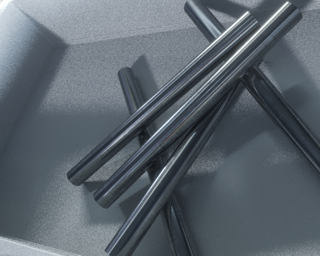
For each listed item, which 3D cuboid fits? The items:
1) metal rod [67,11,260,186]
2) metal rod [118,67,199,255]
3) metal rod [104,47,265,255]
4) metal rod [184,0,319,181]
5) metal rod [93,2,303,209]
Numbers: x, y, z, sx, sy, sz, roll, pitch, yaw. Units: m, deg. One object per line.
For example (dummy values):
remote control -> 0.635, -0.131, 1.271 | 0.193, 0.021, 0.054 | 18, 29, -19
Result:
metal rod -> -0.007, -0.025, 0.380 | 0.299, 0.025, 0.025 | -40, 50, 16
metal rod -> -0.012, 0.027, 0.394 | 0.025, 0.025, 0.299 | -28, 52, 10
metal rod -> 0.040, 0.014, 0.352 | 0.025, 0.025, 0.300 | 22, 66, 36
metal rod -> 0.108, -0.051, 0.348 | 0.025, 0.025, 0.299 | -33, 61, 7
metal rod -> 0.034, -0.018, 0.347 | 0.299, 0.025, 0.025 | -45, 51, 9
